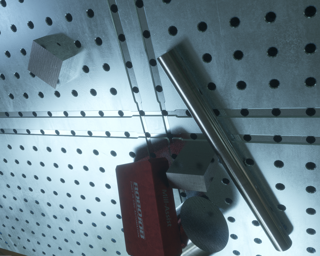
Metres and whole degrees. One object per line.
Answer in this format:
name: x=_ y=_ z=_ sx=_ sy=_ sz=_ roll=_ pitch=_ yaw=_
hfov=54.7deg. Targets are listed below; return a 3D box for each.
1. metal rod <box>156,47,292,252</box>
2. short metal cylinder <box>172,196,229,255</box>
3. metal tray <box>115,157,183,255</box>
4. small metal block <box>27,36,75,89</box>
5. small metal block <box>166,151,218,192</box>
metal rod: x=0.087 y=0.036 z=0.386 sx=0.025 sy=0.025 sz=0.299 roll=-24 pitch=106 yaw=36
short metal cylinder: x=0.049 y=0.144 z=0.438 sx=0.080 sy=0.080 sz=0.050 roll=40 pitch=129 yaw=1
metal tray: x=-0.019 y=0.111 z=0.432 sx=0.090 sy=0.030 sz=0.129 roll=-18 pitch=79 yaw=49
small metal block: x=-0.153 y=-0.091 z=0.433 sx=0.050 sy=0.025 sz=0.050 roll=35 pitch=129 yaw=4
small metal block: x=0.043 y=0.056 z=0.406 sx=0.050 sy=0.050 sz=0.025 roll=1 pitch=119 yaw=27
